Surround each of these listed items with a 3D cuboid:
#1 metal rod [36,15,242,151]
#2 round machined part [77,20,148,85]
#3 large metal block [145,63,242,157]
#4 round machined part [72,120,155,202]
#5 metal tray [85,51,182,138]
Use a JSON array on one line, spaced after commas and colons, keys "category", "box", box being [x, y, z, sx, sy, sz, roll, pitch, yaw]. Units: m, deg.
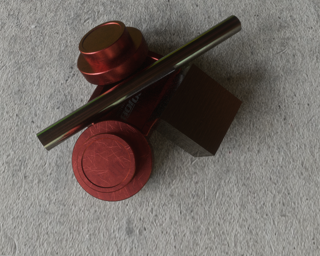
[{"category": "metal rod", "box": [-0.018, -0.064, 0.402, 0.301, 0.025, 0.025, -34, 74, -12]}, {"category": "round machined part", "box": [-0.069, -0.107, 0.418, 0.098, 0.042, 0.098, -13, 47, 15]}, {"category": "large metal block", "box": [0.042, -0.019, 0.388, 0.080, 0.050, 0.080, 35, 71, -14]}, {"category": "round machined part", "box": [-0.058, 0.039, 0.367, 0.099, 0.042, 0.097, 0, 90, 7]}, {"category": "metal tray", "box": [-0.036, -0.046, 0.423, 0.090, 0.030, 0.130, 23, 71, 8]}]
